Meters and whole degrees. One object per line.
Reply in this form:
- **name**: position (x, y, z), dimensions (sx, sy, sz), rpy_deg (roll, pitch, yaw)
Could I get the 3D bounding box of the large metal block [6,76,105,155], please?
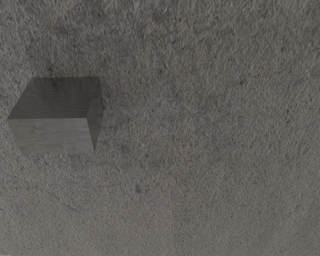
- **large metal block**: position (-0.113, -0.016, 0.356), dimensions (0.080, 0.080, 0.050), rpy_deg (-1, 130, 1)
